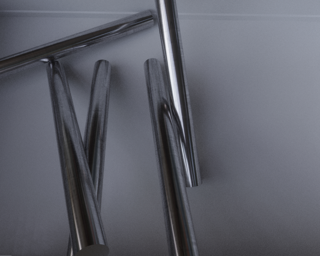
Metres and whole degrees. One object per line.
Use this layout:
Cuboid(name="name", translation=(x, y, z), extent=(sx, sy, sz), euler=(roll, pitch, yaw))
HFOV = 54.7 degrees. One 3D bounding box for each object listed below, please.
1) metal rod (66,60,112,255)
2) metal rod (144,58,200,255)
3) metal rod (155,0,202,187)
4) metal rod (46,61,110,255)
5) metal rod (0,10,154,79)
Cuboid(name="metal rod", translation=(-0.072, 0.020, 0.338), extent=(0.025, 0.025, 0.300), euler=(-3, 46, -2))
Cuboid(name="metal rod", translation=(0.006, 0.017, 0.341), extent=(0.025, 0.025, 0.300), euler=(-6, 46, -3))
Cuboid(name="metal rod", translation=(0.018, -0.077, 0.374), extent=(0.025, 0.025, 0.298), euler=(-9, 95, -4))
Cuboid(name="metal rod", translation=(-0.099, 0.003, 0.331), extent=(0.025, 0.025, 0.300), euler=(-21, 42, -8))
Cuboid(name="metal rod", translation=(-0.149, -0.108, 0.432), extent=(0.302, 0.025, 0.025), euler=(-24, 72, -15))
